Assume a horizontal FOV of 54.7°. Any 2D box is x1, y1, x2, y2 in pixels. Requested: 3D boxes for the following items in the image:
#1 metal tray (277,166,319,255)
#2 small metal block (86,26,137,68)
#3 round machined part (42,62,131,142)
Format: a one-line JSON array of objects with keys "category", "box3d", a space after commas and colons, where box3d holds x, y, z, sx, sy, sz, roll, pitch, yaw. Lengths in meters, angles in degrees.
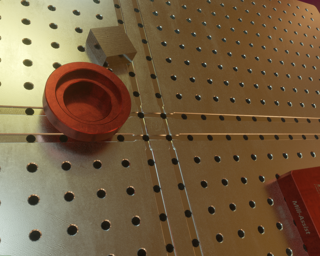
[{"category": "metal tray", "box3d": [0.240, 0.125, 0.461, 0.091, 0.030, 0.130, -2, 63, -30]}, {"category": "small metal block", "box3d": [-0.069, -0.117, 0.443, 0.050, 0.025, 0.050, -20, 73, -36]}, {"category": "round machined part", "box3d": [-0.087, -0.027, 0.368, 0.099, 0.042, 0.098, 14, 56, -21]}]
